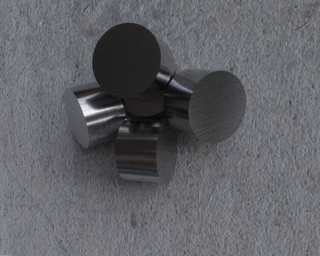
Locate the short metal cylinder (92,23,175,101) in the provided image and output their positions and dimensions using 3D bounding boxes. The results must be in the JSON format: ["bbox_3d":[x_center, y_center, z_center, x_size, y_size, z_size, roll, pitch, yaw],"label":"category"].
[{"bbox_3d":[-0.028,-0.072,0.352,0.080,0.050,0.079,0,90,19],"label":"short metal cylinder"}]

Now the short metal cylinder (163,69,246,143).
[{"bbox_3d":[0.051,-0.027,0.356,0.050,0.081,0.079,22,99,57],"label":"short metal cylinder"}]

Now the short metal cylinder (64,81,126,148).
[{"bbox_3d":[-0.086,-0.019,0.405,0.080,0.050,0.079,39,139,45],"label":"short metal cylinder"}]

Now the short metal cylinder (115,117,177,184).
[{"bbox_3d":[-0.014,0.026,0.384,0.050,0.080,0.079,2,91,20],"label":"short metal cylinder"}]

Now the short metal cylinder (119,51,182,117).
[{"bbox_3d":[-0.009,-0.054,0.399,0.080,0.050,0.079,0,90,19],"label":"short metal cylinder"}]
